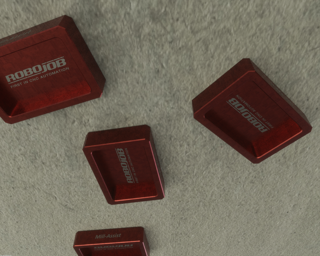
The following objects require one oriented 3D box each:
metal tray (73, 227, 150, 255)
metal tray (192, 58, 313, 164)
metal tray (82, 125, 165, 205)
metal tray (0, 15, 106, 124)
[{"bbox_3d":[-0.090,0.233,0.601,0.131,0.030,0.089,-6,130,4],"label":"metal tray"},{"bbox_3d":[0.116,-0.015,0.392,0.130,0.030,0.090,35,122,-27],"label":"metal tray"},{"bbox_3d":[-0.048,0.058,0.452,0.090,0.030,0.129,-8,130,6],"label":"metal tray"},{"bbox_3d":[-0.140,-0.061,0.349,0.130,0.030,0.090,-15,129,12],"label":"metal tray"}]
